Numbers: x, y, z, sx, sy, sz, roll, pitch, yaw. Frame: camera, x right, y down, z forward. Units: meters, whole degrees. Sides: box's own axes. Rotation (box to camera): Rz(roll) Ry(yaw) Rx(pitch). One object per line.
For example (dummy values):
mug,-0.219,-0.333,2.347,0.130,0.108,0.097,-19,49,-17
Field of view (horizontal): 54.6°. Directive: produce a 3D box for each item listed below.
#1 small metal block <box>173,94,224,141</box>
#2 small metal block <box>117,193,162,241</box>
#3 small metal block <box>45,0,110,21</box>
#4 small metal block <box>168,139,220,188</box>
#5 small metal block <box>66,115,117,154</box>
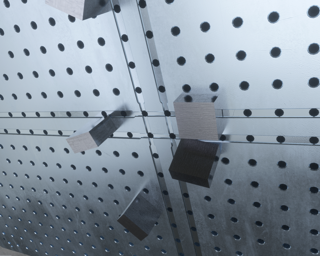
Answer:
small metal block,0.048,-0.014,0.378,0.050,0.025,0.050,3,120,27
small metal block,-0.033,0.143,0.502,0.050,0.050,0.025,40,129,1
small metal block,-0.092,-0.149,0.353,0.050,0.050,0.025,27,128,11
small metal block,0.045,0.043,0.395,0.050,0.050,0.025,11,149,22
small metal block,-0.100,0.009,0.454,0.050,0.050,0.025,-16,110,34
